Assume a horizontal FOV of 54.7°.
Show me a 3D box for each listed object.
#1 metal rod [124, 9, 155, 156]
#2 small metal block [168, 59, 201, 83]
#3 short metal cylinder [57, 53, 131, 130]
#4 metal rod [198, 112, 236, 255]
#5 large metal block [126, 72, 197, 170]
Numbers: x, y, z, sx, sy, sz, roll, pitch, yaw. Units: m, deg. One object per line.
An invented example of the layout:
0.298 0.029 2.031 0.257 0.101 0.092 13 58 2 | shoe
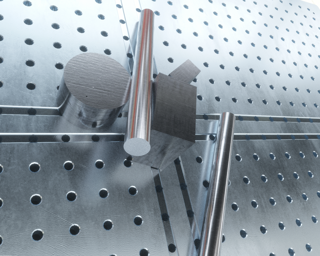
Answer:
-0.021 -0.083 0.400 0.025 0.025 0.300 20 40 -17 | metal rod
0.025 -0.065 0.445 0.025 0.050 0.050 45 51 2 | small metal block
-0.080 -0.044 0.376 0.081 0.050 0.080 14 56 -21 | short metal cylinder
0.068 0.100 0.383 0.025 0.025 0.300 26 53 -12 | metal rod
0.002 -0.006 0.377 0.050 0.080 0.080 19 55 -18 | large metal block
